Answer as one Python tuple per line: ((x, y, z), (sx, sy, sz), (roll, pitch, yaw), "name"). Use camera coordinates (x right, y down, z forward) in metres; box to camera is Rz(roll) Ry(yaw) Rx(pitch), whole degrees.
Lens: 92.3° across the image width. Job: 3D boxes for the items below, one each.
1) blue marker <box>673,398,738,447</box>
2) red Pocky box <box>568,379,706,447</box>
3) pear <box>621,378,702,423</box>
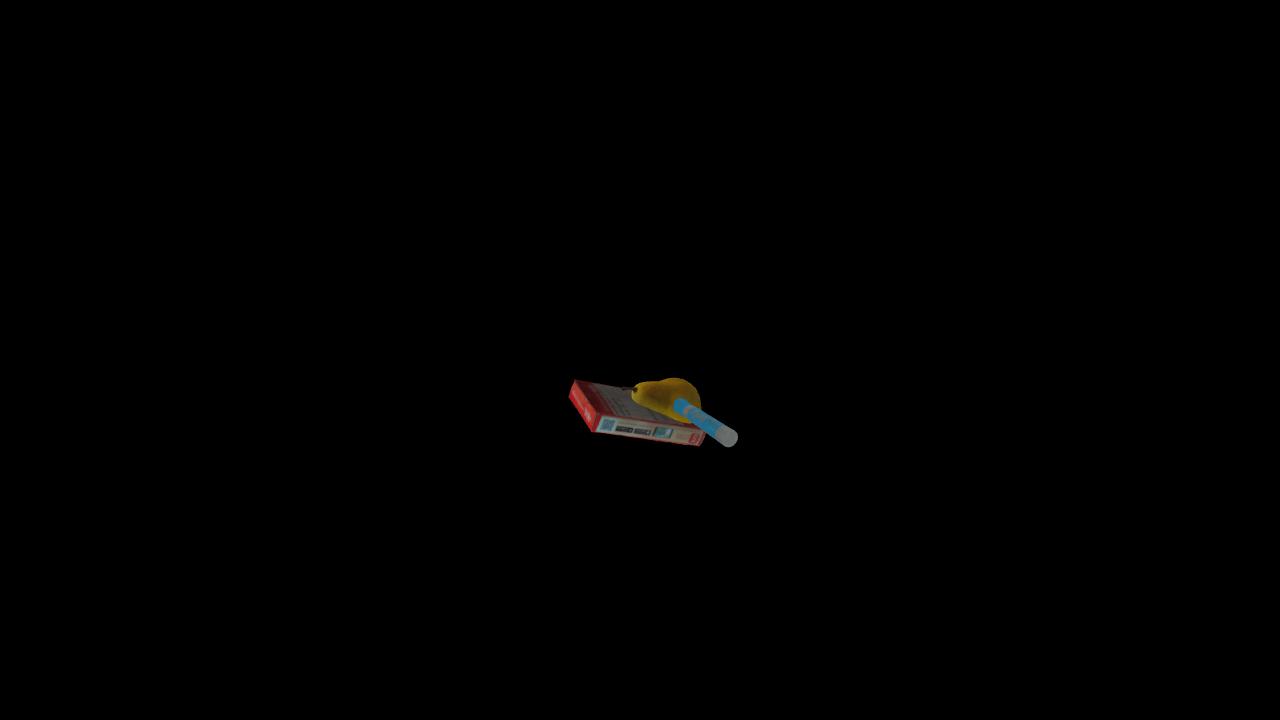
((0.067, 0.065, 0.669), (0.020, 0.020, 0.121), (0, 13, -23), "blue marker")
((-0.003, 0.064, 0.738), (0.155, 0.028, 0.083), (12, 21, -31), "red Pocky box")
((0.025, 0.048, 0.751), (0.080, 0.080, 0.111), (0, -31, 41), "pear")
